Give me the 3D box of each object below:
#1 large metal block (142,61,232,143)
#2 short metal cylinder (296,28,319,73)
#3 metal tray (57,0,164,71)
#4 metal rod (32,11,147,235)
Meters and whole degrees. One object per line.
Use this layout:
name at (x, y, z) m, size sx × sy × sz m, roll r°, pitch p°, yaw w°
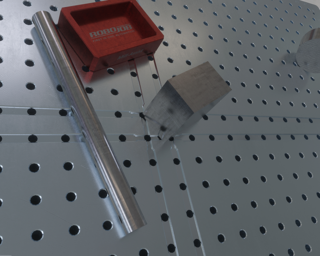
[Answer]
large metal block at (0.035, -0.034, 0.413) m, size 0.081 × 0.080 × 0.050 m, roll -31°, pitch 79°, yaw -38°
short metal cylinder at (0.334, -0.163, 0.653) m, size 0.080 × 0.080 × 0.050 m, roll 38°, pitch 51°, yaw -3°
metal tray at (-0.069, -0.142, 0.454) m, size 0.131 × 0.030 × 0.090 m, roll -29°, pitch 78°, yaw -37°
metal rod at (-0.091, -0.019, 0.370) m, size 0.025 × 0.025 × 0.299 m, roll -16°, pitch 70°, yaw -34°
